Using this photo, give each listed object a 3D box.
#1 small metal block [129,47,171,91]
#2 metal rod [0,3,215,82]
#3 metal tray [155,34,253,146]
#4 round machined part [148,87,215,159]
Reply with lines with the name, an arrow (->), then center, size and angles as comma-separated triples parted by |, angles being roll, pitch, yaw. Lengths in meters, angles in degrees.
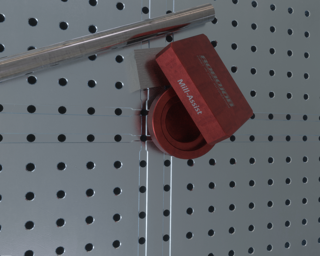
small metal block -> -0.010, -0.078, 0.409 | 0.050, 0.025, 0.050 | -11, 94, -20
metal rod -> -0.062, -0.111, 0.389 | 0.302, 0.025, 0.025 | -22, 98, -19
metal tray -> 0.061, -0.053, 0.398 | 0.091, 0.030, 0.130 | -33, 91, -48
round machined part -> 0.030, -0.009, 0.415 | 0.099, 0.042, 0.097 | 0, 90, -20
